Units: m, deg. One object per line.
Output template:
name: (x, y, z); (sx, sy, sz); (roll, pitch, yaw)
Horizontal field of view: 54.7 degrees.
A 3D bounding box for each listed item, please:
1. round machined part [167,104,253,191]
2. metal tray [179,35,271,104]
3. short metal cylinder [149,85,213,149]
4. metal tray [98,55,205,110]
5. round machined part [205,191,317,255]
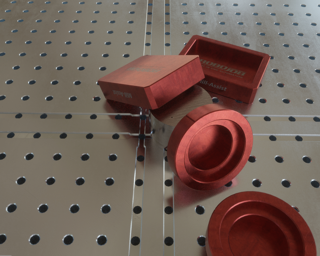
round machined part: (0.052, 0.019, 0.352); (0.099, 0.097, 0.042); (-20, 28, -16)
metal tray: (0.095, -0.096, 0.485); (0.130, 0.030, 0.090); (21, 53, 16)
short metal cylinder: (0.026, -0.016, 0.405); (0.081, 0.050, 0.080); (0, 50, 0)
metal tray: (-0.016, -0.067, 0.422); (0.091, 0.030, 0.130); (-35, 29, -26)
round machined part: (0.093, 0.115, 0.301); (0.099, 0.042, 0.098); (0, 50, 0)
